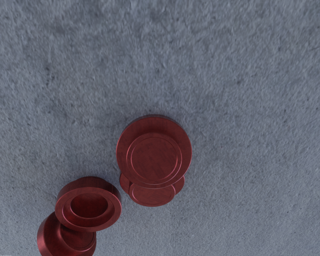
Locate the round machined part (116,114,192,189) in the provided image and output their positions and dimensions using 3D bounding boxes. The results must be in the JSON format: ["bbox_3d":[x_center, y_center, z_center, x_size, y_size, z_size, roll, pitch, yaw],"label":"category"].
[{"bbox_3d":[-0.008,0.034,0.399,0.099,0.042,0.097,0,103,-2],"label":"round machined part"}]

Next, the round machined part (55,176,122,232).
[{"bbox_3d":[-0.110,0.114,0.485,0.099,0.042,0.097,-4,123,-6],"label":"round machined part"}]

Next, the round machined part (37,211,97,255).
[{"bbox_3d":[-0.144,0.176,0.507,0.098,0.098,0.042,35,122,-26],"label":"round machined part"}]

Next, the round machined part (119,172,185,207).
[{"bbox_3d":[-0.012,0.082,0.466,0.099,0.042,0.097,-1,130,0],"label":"round machined part"}]
